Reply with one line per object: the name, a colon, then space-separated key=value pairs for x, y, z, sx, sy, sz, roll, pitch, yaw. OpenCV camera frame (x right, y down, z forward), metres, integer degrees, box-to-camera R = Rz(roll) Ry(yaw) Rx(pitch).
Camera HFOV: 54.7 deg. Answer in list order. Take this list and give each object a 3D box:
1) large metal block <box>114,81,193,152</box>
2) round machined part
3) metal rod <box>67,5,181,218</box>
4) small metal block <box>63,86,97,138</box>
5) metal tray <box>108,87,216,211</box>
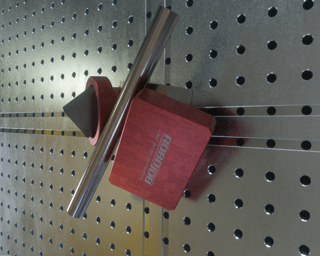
large metal block: x=-0.010 y=-0.016 z=0.399 sx=0.080 sy=0.050 sz=0.079 roll=12 pitch=97 yaw=39
round machined part: x=-0.077 y=-0.024 z=0.442 sx=0.098 sy=0.042 sz=0.097 roll=177 pitch=90 yaw=-65
metal rod: x=-0.054 y=-0.004 z=0.387 sx=0.025 sy=0.025 sz=0.298 roll=42 pitch=115 yaw=32
small metal block: x=-0.099 y=-0.023 z=0.436 sx=0.050 sy=0.050 sz=0.025 roll=-39 pitch=30 yaw=-5
metal tray: x=-0.001 y=0.028 z=0.362 sx=0.090 sy=0.030 sz=0.129 roll=24 pitch=123 yaw=5
